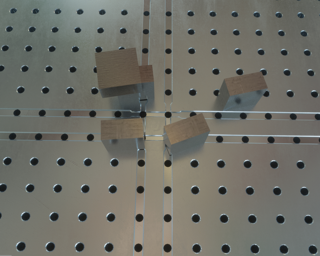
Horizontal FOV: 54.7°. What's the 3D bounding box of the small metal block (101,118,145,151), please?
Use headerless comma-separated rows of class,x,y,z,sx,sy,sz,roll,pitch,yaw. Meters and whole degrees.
small metal block,-0.046,0.009,0.394,0.050,0.050,0.025,-3,70,-2

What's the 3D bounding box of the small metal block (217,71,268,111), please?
small metal block,0.109,-0.048,0.418,0.050,0.050,0.025,-12,71,-5

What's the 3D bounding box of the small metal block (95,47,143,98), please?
small metal block,-0.051,-0.068,0.383,0.050,0.025,0.050,-9,70,-4

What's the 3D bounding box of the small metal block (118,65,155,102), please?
small metal block,-0.034,-0.060,0.420,0.050,0.050,0.025,-6,70,-2

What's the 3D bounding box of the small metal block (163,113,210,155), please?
small metal block,0.032,0.009,0.396,0.050,0.050,0.025,-19,72,-7
